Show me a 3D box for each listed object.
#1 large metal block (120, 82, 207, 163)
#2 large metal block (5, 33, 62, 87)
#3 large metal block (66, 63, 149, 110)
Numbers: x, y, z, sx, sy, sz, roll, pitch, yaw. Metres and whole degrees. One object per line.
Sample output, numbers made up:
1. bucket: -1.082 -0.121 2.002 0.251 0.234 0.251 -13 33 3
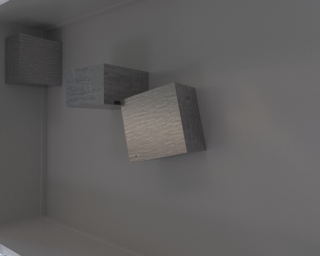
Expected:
1. large metal block: 0.003 -0.004 0.382 0.080 0.050 0.080 -14 81 32
2. large metal block: -0.226 -0.118 0.558 0.050 0.081 0.080 1 91 40
3. large metal block: -0.073 -0.054 0.431 0.080 0.081 0.050 0 90 40
